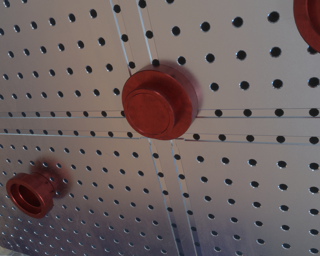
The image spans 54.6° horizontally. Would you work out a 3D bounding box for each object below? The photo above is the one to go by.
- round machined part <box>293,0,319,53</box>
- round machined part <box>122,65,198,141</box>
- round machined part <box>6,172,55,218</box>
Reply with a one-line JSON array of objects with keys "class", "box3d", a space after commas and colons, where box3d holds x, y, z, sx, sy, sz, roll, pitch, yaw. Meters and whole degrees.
[{"class": "round machined part", "box3d": [0.160, -0.101, 0.238, 0.098, 0.042, 0.097, 13, 108, 45]}, {"class": "round machined part", "box3d": [-0.006, -0.026, 0.388, 0.098, 0.042, 0.097, 13, 124, 21]}, {"class": "round machined part", "box3d": [-0.249, 0.127, 0.612, 0.098, 0.042, 0.097, 13, 124, 21]}]
